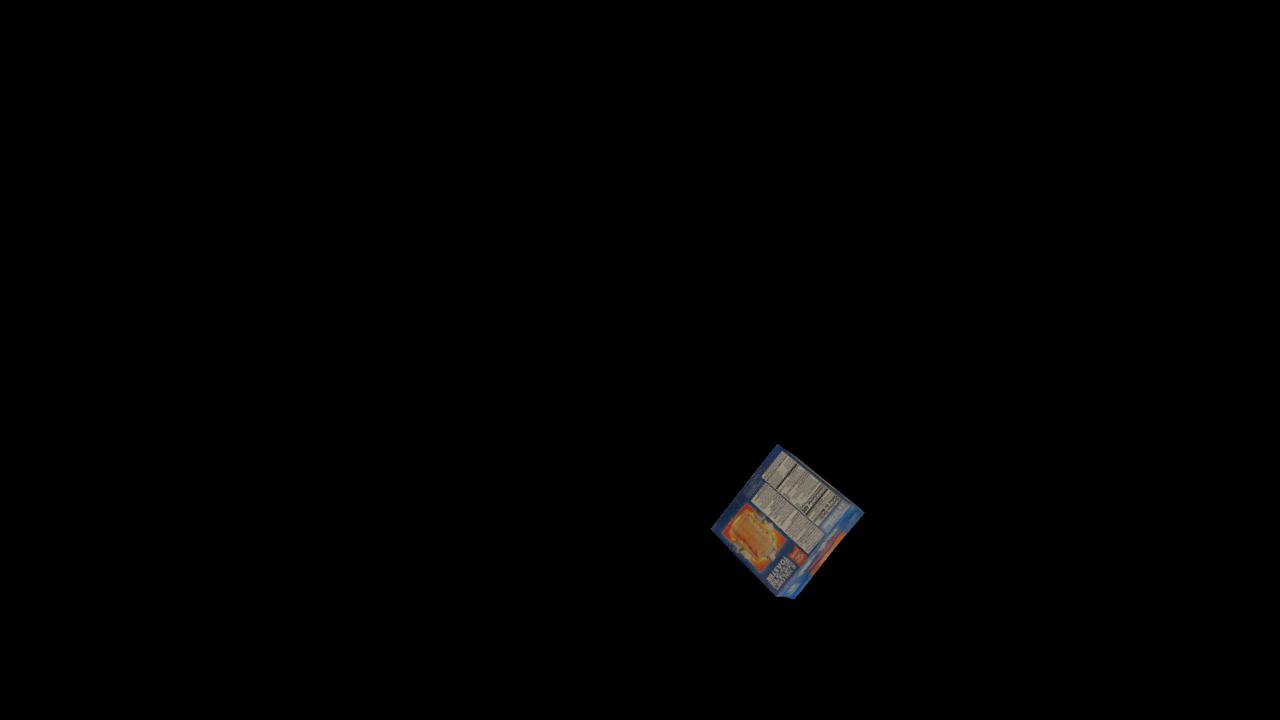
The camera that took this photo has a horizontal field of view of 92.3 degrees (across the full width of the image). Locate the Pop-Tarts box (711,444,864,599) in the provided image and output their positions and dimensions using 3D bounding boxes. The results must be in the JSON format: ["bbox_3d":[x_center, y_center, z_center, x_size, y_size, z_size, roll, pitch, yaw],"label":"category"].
[{"bbox_3d":[0.216,0.238,0.910,0.141,0.167,0.083,40,6,38],"label":"Pop-Tarts box"}]
